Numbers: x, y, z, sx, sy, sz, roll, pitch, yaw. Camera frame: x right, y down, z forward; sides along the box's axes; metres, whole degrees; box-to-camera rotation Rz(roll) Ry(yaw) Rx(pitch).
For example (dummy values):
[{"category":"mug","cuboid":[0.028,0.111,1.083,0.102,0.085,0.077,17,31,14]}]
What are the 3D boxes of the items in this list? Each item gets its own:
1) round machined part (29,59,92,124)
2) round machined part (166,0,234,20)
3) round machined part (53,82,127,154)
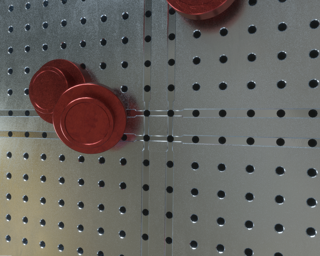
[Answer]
[{"category":"round machined part","cuboid":[-0.152,-0.054,0.458,0.098,0.042,0.097,0,90,20]},{"category":"round machined part","cuboid":[0.053,-0.183,0.385,0.098,0.042,0.097,0,90,20]},{"category":"round machined part","cuboid":[-0.094,-0.011,0.416,0.099,0.042,0.097,-1,104,-4]}]
